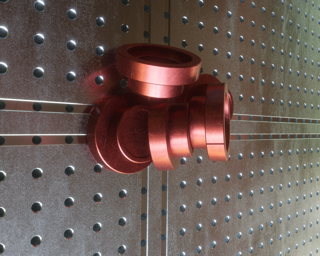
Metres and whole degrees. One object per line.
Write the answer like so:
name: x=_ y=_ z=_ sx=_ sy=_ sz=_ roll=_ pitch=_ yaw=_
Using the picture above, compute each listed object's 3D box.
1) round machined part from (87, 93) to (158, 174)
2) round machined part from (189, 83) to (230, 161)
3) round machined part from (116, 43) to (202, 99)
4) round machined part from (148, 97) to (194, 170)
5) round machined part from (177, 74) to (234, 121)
round machined part: x=-0.034 y=0.006 z=0.372 sx=0.099 sy=0.042 sz=0.097 roll=0 pitch=90 yaw=-40
round machined part: x=0.063 y=-0.007 z=0.391 sx=0.098 sy=0.042 sz=0.097 roll=-2 pitch=91 yaw=-73
round machined part: x=-0.003 y=-0.067 z=0.367 sx=0.099 sy=0.098 sz=0.042 roll=-16 pitch=126 yaw=-39
round machined part: x=0.018 y=0.003 z=0.384 sx=0.098 sy=0.042 sz=0.097 roll=-4 pitch=91 yaw=-77
round machined part: x=0.073 y=-0.032 z=0.461 sx=0.099 sy=0.042 sz=0.097 roll=0 pitch=90 yaw=-40
